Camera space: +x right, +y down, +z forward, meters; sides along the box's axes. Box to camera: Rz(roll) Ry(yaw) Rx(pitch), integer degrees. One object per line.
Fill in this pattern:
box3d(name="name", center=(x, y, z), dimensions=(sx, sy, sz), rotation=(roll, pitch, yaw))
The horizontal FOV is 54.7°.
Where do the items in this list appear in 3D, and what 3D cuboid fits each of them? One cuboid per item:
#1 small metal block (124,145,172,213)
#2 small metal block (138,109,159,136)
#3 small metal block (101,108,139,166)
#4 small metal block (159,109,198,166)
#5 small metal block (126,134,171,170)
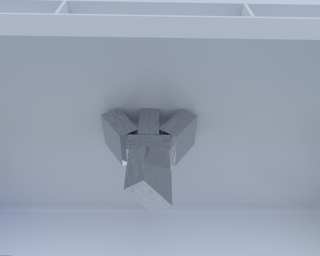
box3d(name="small metal block", center=(-0.012, 0.056, 0.338), dimensions=(0.025, 0.050, 0.050), rotation=(-28, 125, 22))
box3d(name="small metal block", center=(-0.014, 0.010, 0.398), dimensions=(0.025, 0.050, 0.050), rotation=(1, 130, -1))
box3d(name="small metal block", center=(-0.050, 0.011, 0.395), dimensions=(0.025, 0.050, 0.050), rotation=(-23, 136, -25))
box3d(name="small metal block", center=(0.023, 0.012, 0.398), dimensions=(0.025, 0.050, 0.050), rotation=(24, 135, 25))
box3d(name="small metal block", center=(-0.013, 0.035, 0.369), dimensions=(0.050, 0.025, 0.050), rotation=(0, 130, -1))
